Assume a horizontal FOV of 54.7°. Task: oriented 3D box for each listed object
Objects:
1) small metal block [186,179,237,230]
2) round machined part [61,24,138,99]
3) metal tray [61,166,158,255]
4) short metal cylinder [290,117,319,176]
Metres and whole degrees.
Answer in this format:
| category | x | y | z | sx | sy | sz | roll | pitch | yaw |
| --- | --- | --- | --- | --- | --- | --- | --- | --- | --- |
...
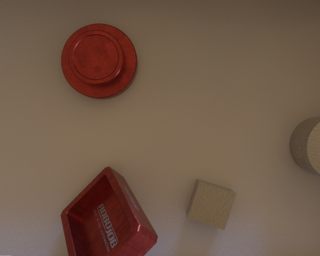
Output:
| category | x | y | z | sx | sy | sz | roll | pitch | yaw |
| --- | --- | --- | --- | --- | --- | --- | --- | --- | --- |
| small metal block | 0.067 | 0.101 | 0.412 | 0.050 | 0.025 | 0.050 | 18 | 90 | -1 |
| round machined part | -0.079 | -0.087 | 0.402 | 0.099 | 0.042 | 0.097 | 0 | 90 | -1 |
| metal tray | -0.066 | 0.113 | 0.360 | 0.090 | 0.130 | 0.030 | -45 | 123 | -1 |
| short metal cylinder | 0.219 | 0.024 | 0.402 | 0.081 | 0.050 | 0.079 | 0 | 90 | -1 |
